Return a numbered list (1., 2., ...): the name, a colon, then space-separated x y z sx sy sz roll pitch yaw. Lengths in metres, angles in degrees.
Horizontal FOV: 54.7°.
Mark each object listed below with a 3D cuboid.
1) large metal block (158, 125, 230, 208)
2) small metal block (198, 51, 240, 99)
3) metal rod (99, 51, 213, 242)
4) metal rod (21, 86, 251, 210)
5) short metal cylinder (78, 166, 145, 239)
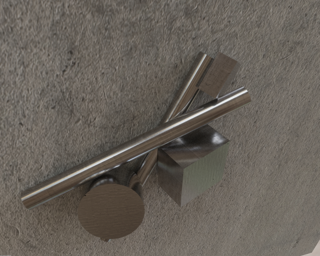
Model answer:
1. large metal block: 0.045 0.049 0.428 0.081 0.050 0.079 -27 138 -27
2. small metal block: 0.077 -0.066 0.393 0.050 0.025 0.050 -61 167 15
3. metal rod: -0.011 0.036 0.424 0.025 0.025 0.298 19 109 -36
4. metal rod: -0.026 0.023 0.386 0.301 0.025 0.025 -26 128 -4
5. short metal cylinder: -0.062 0.094 0.400 0.081 0.050 0.079 -2 110 -6
